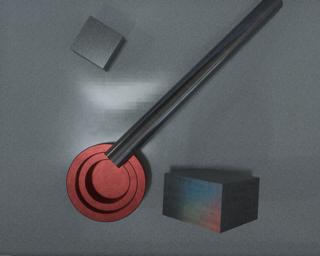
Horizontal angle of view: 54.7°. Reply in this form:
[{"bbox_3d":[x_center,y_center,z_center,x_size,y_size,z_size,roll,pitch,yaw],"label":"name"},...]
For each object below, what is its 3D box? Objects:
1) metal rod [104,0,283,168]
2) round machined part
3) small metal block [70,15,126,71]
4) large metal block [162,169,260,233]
[{"bbox_3d":[0.048,-0.065,0.389,0.301,0.025,0.025,-45,90,-9],"label":"metal rod"},{"bbox_3d":[-0.066,0.067,0.402,0.099,0.042,0.097,0,90,-1],"label":"round machined part"},{"bbox_3d":[-0.082,-0.111,0.410,0.050,0.025,0.050,32,90,-1],"label":"small metal block"},{"bbox_3d":[0.061,0.081,0.368,0.080,0.081,0.050,3,90,44],"label":"large metal block"}]
